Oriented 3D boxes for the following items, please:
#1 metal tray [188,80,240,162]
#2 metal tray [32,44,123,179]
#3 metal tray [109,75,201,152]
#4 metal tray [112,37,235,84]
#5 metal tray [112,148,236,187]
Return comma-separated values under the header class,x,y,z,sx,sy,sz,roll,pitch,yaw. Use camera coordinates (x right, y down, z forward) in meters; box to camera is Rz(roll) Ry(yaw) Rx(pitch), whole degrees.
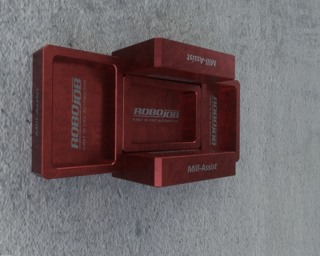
class,x,y,z,sx,sy,sz,roll,pitch,yaw
metal tray,0.084,-0.011,0.476,0.091,0.030,0.129,1,90,-40
metal tray,-0.086,-0.015,0.332,0.091,0.030,0.129,1,90,-40
metal tray,-0.002,-0.016,0.404,0.131,0.030,0.089,1,90,-40
metal tray,0.018,-0.076,0.381,0.131,0.090,0.030,0,90,-40
metal tray,0.019,0.044,0.380,0.131,0.090,0.030,0,90,-40
